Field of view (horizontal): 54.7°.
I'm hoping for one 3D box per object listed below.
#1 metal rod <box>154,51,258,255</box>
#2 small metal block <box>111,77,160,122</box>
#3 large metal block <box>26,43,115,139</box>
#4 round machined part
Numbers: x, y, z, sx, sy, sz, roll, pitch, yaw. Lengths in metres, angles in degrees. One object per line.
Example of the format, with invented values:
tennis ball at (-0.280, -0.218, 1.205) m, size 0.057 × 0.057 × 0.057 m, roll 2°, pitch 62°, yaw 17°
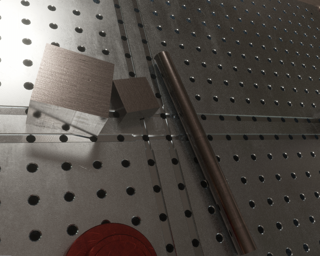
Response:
metal rod at (0.055, 0.020, 0.427) m, size 0.025 × 0.025 × 0.299 m, roll -8°, pitch 66°, yaw -32°
small metal block at (-0.036, -0.039, 0.414) m, size 0.050 × 0.025 × 0.050 m, roll -12°, pitch 68°, yaw -34°
large metal block at (-0.103, -0.042, 0.363) m, size 0.081 × 0.050 × 0.080 m, roll 14°, pitch 56°, yaw -21°
round machined part at (-0.043, 0.138, 0.291) m, size 0.099 × 0.042 × 0.098 m, roll 14°, pitch 56°, yaw -21°
